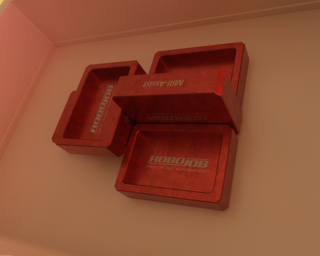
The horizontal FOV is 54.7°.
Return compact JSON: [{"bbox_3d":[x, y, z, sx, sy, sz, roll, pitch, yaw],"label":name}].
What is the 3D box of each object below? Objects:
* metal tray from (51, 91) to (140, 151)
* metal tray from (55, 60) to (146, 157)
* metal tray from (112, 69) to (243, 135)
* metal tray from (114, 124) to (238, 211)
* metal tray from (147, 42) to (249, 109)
[{"bbox_3d":[-0.086,-0.012,0.449,0.130,0.030,0.090,1,62,28],"label":"metal tray"},{"bbox_3d":[-0.077,-0.028,0.417,0.090,0.030,0.130,1,62,28],"label":"metal tray"},{"bbox_3d":[0.022,-0.026,0.365,0.130,0.090,0.030,1,63,28],"label":"metal tray"},{"bbox_3d":[0.019,0.041,0.364,0.130,0.030,0.090,1,62,28],"label":"metal tray"},{"bbox_3d":[0.046,-0.065,0.416,0.130,0.030,0.090,1,62,28],"label":"metal tray"}]
